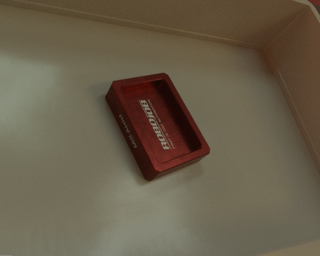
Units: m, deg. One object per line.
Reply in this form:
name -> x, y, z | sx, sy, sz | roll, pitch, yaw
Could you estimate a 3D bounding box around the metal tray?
metal tray -> -0.003, -0.007, 0.404 | 0.091, 0.030, 0.130 | -16, 70, -34
